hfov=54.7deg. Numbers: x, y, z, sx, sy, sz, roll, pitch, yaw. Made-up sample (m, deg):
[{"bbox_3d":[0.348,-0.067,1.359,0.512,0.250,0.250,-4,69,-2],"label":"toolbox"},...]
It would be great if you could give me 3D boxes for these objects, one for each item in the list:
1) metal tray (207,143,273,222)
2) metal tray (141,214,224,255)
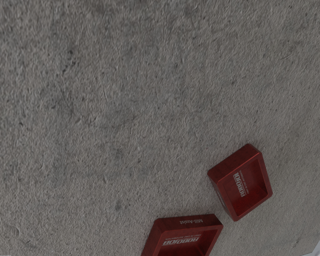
[{"bbox_3d":[0.144,0.099,0.542,0.090,0.030,0.130,-34,129,-6],"label":"metal tray"},{"bbox_3d":[0.041,0.200,0.549,0.131,0.030,0.089,5,116,-31],"label":"metal tray"}]
